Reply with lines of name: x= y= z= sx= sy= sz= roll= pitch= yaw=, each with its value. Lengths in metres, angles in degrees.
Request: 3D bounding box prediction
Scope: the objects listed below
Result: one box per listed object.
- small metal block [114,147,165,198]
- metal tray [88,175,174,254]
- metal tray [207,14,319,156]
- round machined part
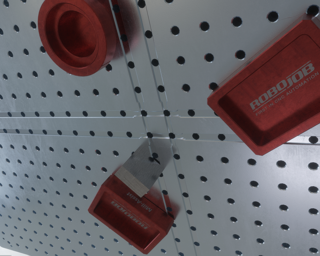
small metal block: x=-0.029 y=0.063 z=0.449 sx=0.050 sy=0.050 sz=0.025 roll=42 pitch=129 yaw=-1
metal tray: x=-0.052 y=0.149 z=0.527 sx=0.130 sy=0.030 sz=0.089 roll=36 pitch=129 yaw=4
metal tray: x=0.125 y=-0.038 z=0.318 sx=0.090 sy=0.030 sz=0.129 roll=46 pitch=129 yaw=-4
round machined part: x=-0.095 y=-0.116 z=0.379 sx=0.098 sy=0.042 sz=0.097 roll=13 pitch=124 yaw=21
